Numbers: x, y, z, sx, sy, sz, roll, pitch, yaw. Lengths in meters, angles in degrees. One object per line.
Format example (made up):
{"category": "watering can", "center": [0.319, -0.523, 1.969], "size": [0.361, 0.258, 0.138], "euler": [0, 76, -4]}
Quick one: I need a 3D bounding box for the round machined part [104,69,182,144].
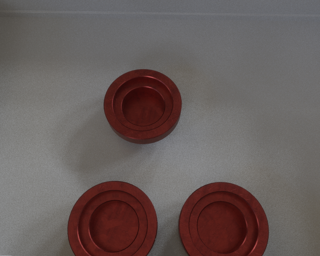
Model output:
{"category": "round machined part", "center": [-0.021, -0.025, 0.409], "size": [0.099, 0.042, 0.098], "euler": [0, 70, 0]}

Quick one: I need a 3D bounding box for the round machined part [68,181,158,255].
{"category": "round machined part", "center": [-0.052, 0.114, 0.359], "size": [0.099, 0.042, 0.098], "euler": [0, 70, 0]}

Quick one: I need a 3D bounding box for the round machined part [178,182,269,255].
{"category": "round machined part", "center": [0.070, 0.115, 0.358], "size": [0.099, 0.042, 0.098], "euler": [0, 69, 0]}
